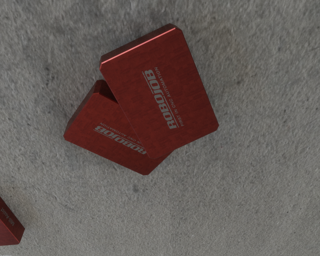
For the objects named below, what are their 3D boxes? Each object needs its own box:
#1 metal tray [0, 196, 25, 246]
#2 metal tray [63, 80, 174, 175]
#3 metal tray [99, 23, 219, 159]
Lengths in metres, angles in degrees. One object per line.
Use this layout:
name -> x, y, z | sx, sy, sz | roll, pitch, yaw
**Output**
metal tray -> -0.306, 0.158, 0.534 | 0.091, 0.030, 0.129 | -6, 130, 5
metal tray -> -0.046, 0.005, 0.407 | 0.131, 0.030, 0.090 | 28, 124, -23
metal tray -> 0.002, -0.037, 0.347 | 0.090, 0.030, 0.130 | -25, 119, 3
